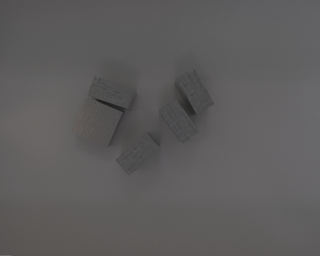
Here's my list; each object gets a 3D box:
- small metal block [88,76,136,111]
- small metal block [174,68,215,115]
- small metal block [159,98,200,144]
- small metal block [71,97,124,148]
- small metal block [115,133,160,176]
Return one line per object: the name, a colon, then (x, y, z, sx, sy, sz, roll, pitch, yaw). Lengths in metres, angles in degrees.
small metal block: (-0.059, -0.043, 0.398, 0.050, 0.050, 0.025, 19, 90, 0)
small metal block: (0.043, -0.045, 0.399, 0.025, 0.050, 0.050, -29, 90, 0)
small metal block: (0.023, -0.008, 0.399, 0.025, 0.050, 0.050, -35, 90, 0)
small metal block: (-0.081, -0.008, 0.411, 0.050, 0.025, 0.050, 23, 90, 0)
small metal block: (-0.027, 0.032, 0.399, 0.050, 0.050, 0.025, -41, 90, 0)
